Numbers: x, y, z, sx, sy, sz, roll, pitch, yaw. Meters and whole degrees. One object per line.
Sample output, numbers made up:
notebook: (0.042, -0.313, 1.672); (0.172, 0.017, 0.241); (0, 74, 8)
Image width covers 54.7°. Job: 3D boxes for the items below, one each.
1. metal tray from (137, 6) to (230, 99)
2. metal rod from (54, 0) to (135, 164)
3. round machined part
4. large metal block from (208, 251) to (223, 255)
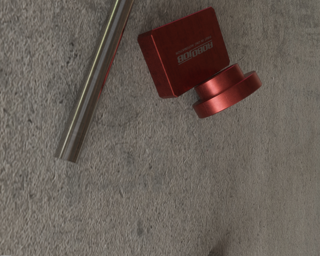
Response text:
metal tray: (0.039, -0.107, 0.433); (0.131, 0.030, 0.090); (-34, 111, -35)
metal rod: (-0.057, -0.106, 0.356); (0.025, 0.025, 0.299); (27, 73, -37)
round machined part: (0.087, -0.056, 0.433); (0.099, 0.098, 0.042); (-34, 96, -35)
large metal block: (0.094, 0.238, 0.448); (0.080, 0.080, 0.050); (-48, 119, -29)
